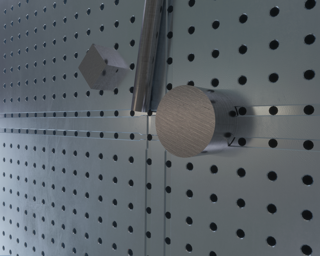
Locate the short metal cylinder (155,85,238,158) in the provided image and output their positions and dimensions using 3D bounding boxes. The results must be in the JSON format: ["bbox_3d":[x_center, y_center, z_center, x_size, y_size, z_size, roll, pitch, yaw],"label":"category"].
[{"bbox_3d":[0.041,-0.007,0.359,0.080,0.050,0.079,0,90,40],"label":"short metal cylinder"}]

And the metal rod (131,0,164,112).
[{"bbox_3d":[-0.008,-0.170,0.415,0.025,0.025,0.298,13,98,39],"label":"metal rod"}]

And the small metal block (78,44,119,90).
[{"bbox_3d":[-0.098,-0.096,0.490,0.050,0.025,0.050,-49,61,29],"label":"small metal block"}]
